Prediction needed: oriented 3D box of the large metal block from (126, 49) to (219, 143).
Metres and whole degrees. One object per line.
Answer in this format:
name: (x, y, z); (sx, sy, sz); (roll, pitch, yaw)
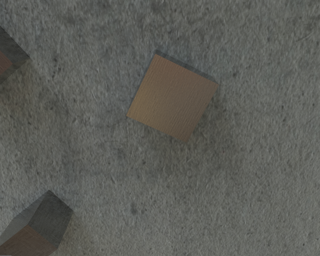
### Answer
large metal block: (0.014, -0.040, 0.382); (0.080, 0.050, 0.080); (24, 108, -9)

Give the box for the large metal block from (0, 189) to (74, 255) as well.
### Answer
large metal block: (-0.177, 0.146, 0.432); (0.080, 0.080, 0.050); (-38, 106, 12)

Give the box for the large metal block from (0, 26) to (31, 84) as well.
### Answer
large metal block: (-0.219, -0.085, 0.362); (0.080, 0.050, 0.080); (-37, 106, 12)
